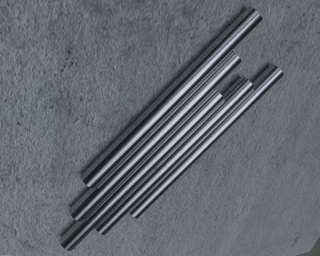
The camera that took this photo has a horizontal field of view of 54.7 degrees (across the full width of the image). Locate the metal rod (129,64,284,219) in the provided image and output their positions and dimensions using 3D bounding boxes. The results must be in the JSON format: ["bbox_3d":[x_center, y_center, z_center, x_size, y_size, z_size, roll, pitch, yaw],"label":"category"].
[{"bbox_3d":[0.064,0.021,0.458,0.300,0.025,0.025,-45,130,3],"label":"metal rod"}]

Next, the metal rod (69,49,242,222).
[{"bbox_3d":[-0.008,0.012,0.413,0.300,0.025,0.025,-45,130,3],"label":"metal rod"}]

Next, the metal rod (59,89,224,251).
[{"bbox_3d":[-0.027,0.058,0.431,0.300,0.025,0.025,-45,130,3],"label":"metal rod"}]

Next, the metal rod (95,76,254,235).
[{"bbox_3d":[0.018,0.041,0.445,0.300,0.025,0.025,-45,130,3],"label":"metal rod"}]

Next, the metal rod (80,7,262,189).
[{"bbox_3d":[0.012,-0.036,0.394,0.300,0.025,0.025,-45,130,3],"label":"metal rod"}]
